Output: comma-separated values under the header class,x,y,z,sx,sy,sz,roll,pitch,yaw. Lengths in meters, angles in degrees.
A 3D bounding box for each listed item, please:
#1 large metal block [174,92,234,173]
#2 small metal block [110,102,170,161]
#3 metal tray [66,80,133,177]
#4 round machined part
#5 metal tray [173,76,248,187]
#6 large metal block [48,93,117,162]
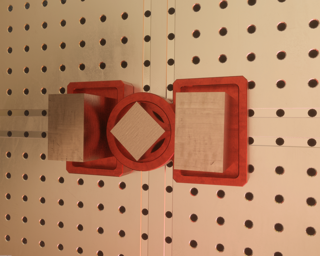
class,x,y,z,sx,sy,sz,roll,pitch,yaw
large metal block,0.053,0.003,0.350,0.050,0.080,0.080,2,91,20
small metal block,-0.023,0.004,0.377,0.050,0.025,0.050,46,104,14
metal tray,-0.086,0.000,0.439,0.090,0.030,0.129,1,90,20
round machined part,-0.016,0.005,0.400,0.098,0.042,0.097,0,90,20
metal tray,0.063,0.004,0.387,0.090,0.030,0.129,0,90,20
large metal block,-0.098,-0.001,0.404,0.050,0.080,0.080,1,90,20
